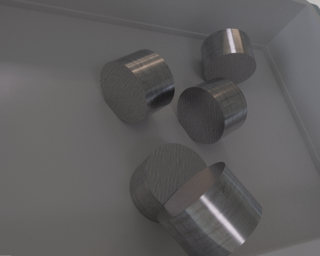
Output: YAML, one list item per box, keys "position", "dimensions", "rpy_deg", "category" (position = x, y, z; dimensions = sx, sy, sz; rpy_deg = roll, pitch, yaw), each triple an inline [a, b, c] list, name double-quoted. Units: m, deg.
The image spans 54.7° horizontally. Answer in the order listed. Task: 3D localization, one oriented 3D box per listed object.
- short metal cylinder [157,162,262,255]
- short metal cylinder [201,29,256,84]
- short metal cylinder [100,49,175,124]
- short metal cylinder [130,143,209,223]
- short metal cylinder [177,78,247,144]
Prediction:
- position: [0.044, 0.076, 0.285]
  dimensions: [0.050, 0.080, 0.080]
  rpy_deg: [50, 51, -1]
  category: "short metal cylinder"
- position: [0.108, -0.111, 0.496]
  dimensions: [0.081, 0.080, 0.050]
  rpy_deg: [11, 57, -23]
  category: "short metal cylinder"
- position: [-0.029, -0.052, 0.386]
  dimensions: [0.050, 0.080, 0.080]
  rpy_deg: [-34, 81, -38]
  category: "short metal cylinder"
- position: [0.012, 0.064, 0.357]
  dimensions: [0.081, 0.050, 0.080]
  rpy_deg: [13, 56, -21]
  category: "short metal cylinder"
- position: [0.070, -0.024, 0.422]
  dimensions: [0.050, 0.080, 0.080]
  rpy_deg: [-26, 76, -37]
  category: "short metal cylinder"
